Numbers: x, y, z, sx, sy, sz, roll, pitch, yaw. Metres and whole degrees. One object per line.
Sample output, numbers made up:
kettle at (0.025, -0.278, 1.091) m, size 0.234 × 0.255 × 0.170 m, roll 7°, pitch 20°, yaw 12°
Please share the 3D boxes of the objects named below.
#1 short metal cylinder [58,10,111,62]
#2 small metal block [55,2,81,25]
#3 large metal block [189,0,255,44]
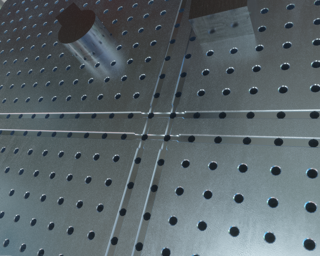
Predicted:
short metal cylinder at (-0.138, -0.169, 0.568) m, size 0.080 × 0.050 × 0.080 m, roll -13°, pitch 56°, yaw 21°
small metal block at (-0.183, -0.228, 0.645) m, size 0.050 × 0.025 × 0.050 m, roll -40°, pitch 51°, yaw 1°
large metal block at (0.093, -0.177, 0.452) m, size 0.080 × 0.050 × 0.080 m, roll -4°, pitch 60°, yaw 26°
